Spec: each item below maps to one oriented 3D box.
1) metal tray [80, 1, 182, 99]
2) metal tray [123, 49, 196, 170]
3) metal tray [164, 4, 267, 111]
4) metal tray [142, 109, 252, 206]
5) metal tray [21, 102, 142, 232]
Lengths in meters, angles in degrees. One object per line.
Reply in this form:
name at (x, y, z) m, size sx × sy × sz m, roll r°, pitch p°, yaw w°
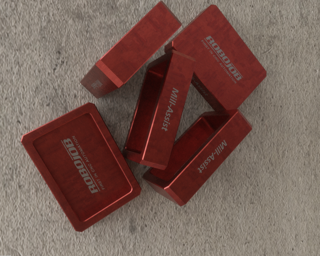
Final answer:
metal tray at (-0.039, -0.079, 0.341) m, size 0.030 × 0.130 × 0.090 m, roll 46°, pitch 75°, yaw -15°
metal tray at (-0.005, -0.020, 0.374) m, size 0.030 × 0.090 × 0.129 m, roll 18°, pitch 84°, yaw -20°
metal tray at (0.081, -0.094, 0.439) m, size 0.090 × 0.030 × 0.130 m, roll -46°, pitch 105°, yaw -14°
metal tray at (0.044, 0.032, 0.393) m, size 0.130 × 0.090 × 0.030 m, roll -45°, pitch 105°, yaw -15°
metal tray at (-0.092, 0.045, 0.374) m, size 0.091 × 0.030 × 0.129 m, roll -30°, pitch 100°, yaw -18°
